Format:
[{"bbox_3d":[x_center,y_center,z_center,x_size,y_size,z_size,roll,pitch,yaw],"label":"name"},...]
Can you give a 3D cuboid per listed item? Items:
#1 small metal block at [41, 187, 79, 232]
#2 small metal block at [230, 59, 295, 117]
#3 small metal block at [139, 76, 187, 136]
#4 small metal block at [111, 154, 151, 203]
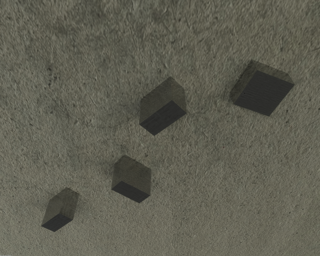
[{"bbox_3d":[-0.161,0.132,0.502,0.050,0.050,0.025,-36,121,26],"label":"small metal block"},{"bbox_3d":[0.120,-0.047,0.368,0.050,0.025,0.050,17,128,-14],"label":"small metal block"},{"bbox_3d":[0.003,-0.026,0.368,0.050,0.050,0.025,-35,122,26],"label":"small metal block"},{"bbox_3d":[-0.041,0.074,0.454,0.050,0.050,0.025,33,123,-25],"label":"small metal block"}]
